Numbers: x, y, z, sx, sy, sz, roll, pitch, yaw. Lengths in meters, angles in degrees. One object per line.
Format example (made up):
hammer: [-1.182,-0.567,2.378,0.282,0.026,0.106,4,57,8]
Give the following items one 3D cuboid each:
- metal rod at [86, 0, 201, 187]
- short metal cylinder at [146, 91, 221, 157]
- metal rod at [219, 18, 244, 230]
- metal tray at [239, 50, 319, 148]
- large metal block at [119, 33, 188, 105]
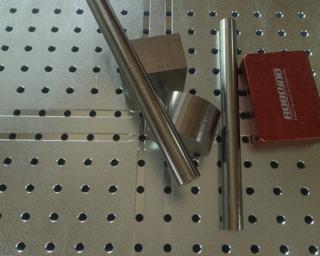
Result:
metal rod: [-0.035,-0.074,0.353,0.025,0.025,0.299,-24,72,-9]
short metal cylinder: [0.029,-0.003,0.384,0.080,0.080,0.050,18,71,6]
metal rod: [0.095,-0.019,0.419,0.025,0.025,0.299,3,70,1]
metal tray: [0.166,-0.041,0.426,0.091,0.030,0.129,-4,70,-2]
large metal block: [-0.011,-0.075,0.410,0.081,0.080,0.050,-10,71,-4]
